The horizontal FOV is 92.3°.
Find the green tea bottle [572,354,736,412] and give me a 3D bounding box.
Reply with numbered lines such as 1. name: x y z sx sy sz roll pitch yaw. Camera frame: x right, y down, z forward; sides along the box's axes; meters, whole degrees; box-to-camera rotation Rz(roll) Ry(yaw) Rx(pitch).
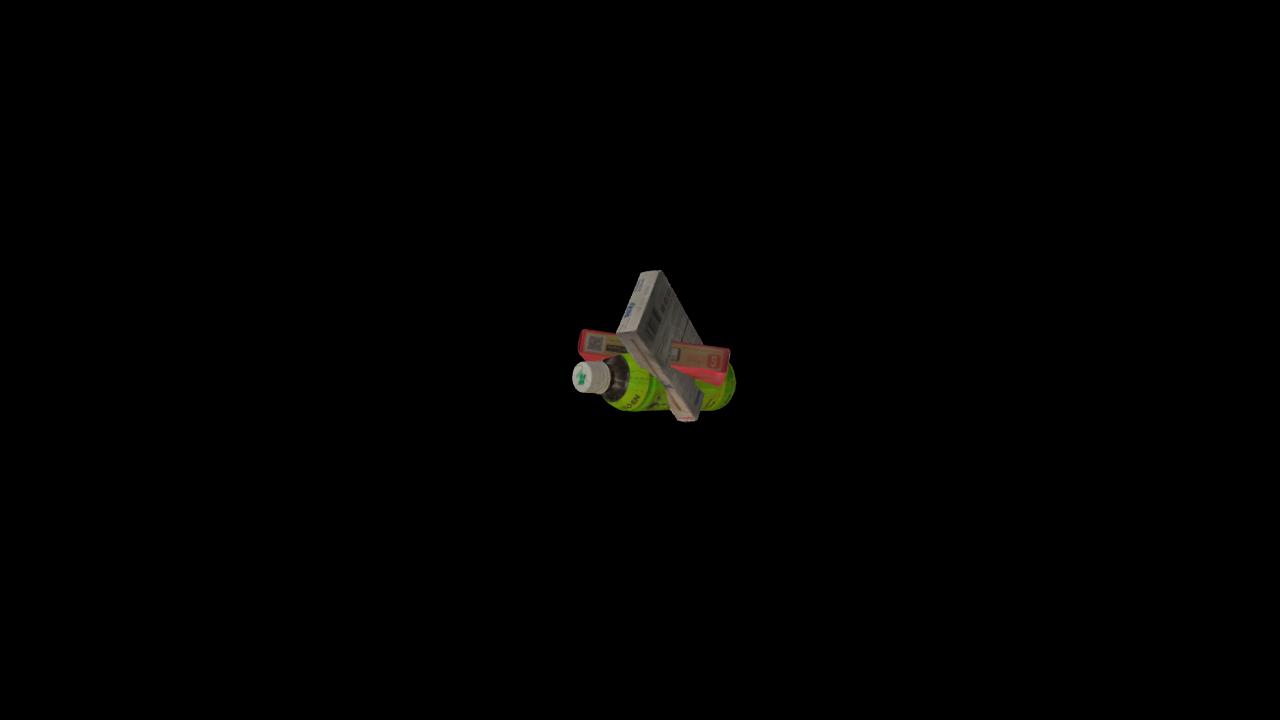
1. green tea bottle: 0.017 0.021 0.668 0.073 0.073 0.212 0 -5 45

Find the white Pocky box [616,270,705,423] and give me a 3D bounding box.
1. white Pocky box: 0.031 -0.011 0.642 0.028 0.084 0.154 -3 -39 31

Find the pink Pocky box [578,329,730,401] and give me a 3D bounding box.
1. pink Pocky box: 0.016 -0.001 0.658 0.155 0.029 0.084 8 -11 5
